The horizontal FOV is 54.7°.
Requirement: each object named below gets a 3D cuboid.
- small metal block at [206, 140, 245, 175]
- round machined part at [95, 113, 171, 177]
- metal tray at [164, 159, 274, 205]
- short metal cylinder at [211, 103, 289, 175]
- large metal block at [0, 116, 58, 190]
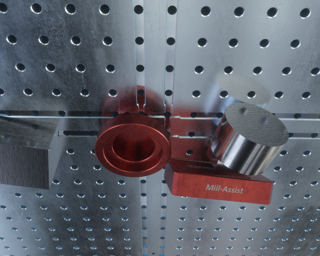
[{"bbox_3d":[0.097,0.039,0.427,0.050,0.050,0.025,11,108,-10],"label":"small metal block"},{"bbox_3d":[-0.035,0.019,0.416,0.099,0.042,0.097,-1,130,0],"label":"round machined part"},{"bbox_3d":[0.076,0.072,0.431,0.131,0.090,0.030,7,94,-7],"label":"metal tray"},{"bbox_3d":[0.110,0.012,0.388,0.081,0.080,0.050,11,129,-10],"label":"short metal cylinder"},{"bbox_3d":[-0.187,0.035,0.422,0.081,0.050,0.079,9,130,-8],"label":"large metal block"}]
